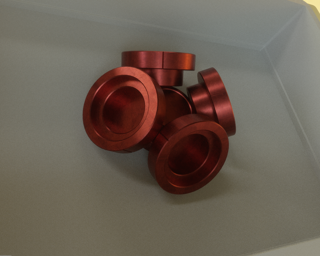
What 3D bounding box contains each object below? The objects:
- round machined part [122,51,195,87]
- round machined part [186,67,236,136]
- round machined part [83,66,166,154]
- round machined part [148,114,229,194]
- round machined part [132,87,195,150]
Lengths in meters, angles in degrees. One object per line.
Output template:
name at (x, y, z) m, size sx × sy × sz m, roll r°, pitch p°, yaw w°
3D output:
round machined part at (-0.002, -0.078, 0.417) m, size 0.099 × 0.098 × 0.042 m, roll -4°, pitch 102°, yaw -30°
round machined part at (0.066, -0.030, 0.426) m, size 0.042 × 0.098 × 0.098 m, roll -18°, pitch 67°, yaw 3°
round machined part at (-0.037, -0.018, 0.361) m, size 0.042 × 0.098 × 0.098 m, roll 27°, pitch 40°, yaw -62°
round machined part at (0.030, 0.027, 0.369) m, size 0.099 × 0.097 × 0.042 m, roll -1°, pitch 26°, yaw -29°
round machined part at (0.007, -0.017, 0.408) m, size 0.099 × 0.042 × 0.098 m, roll 14°, pitch 56°, yaw -21°
